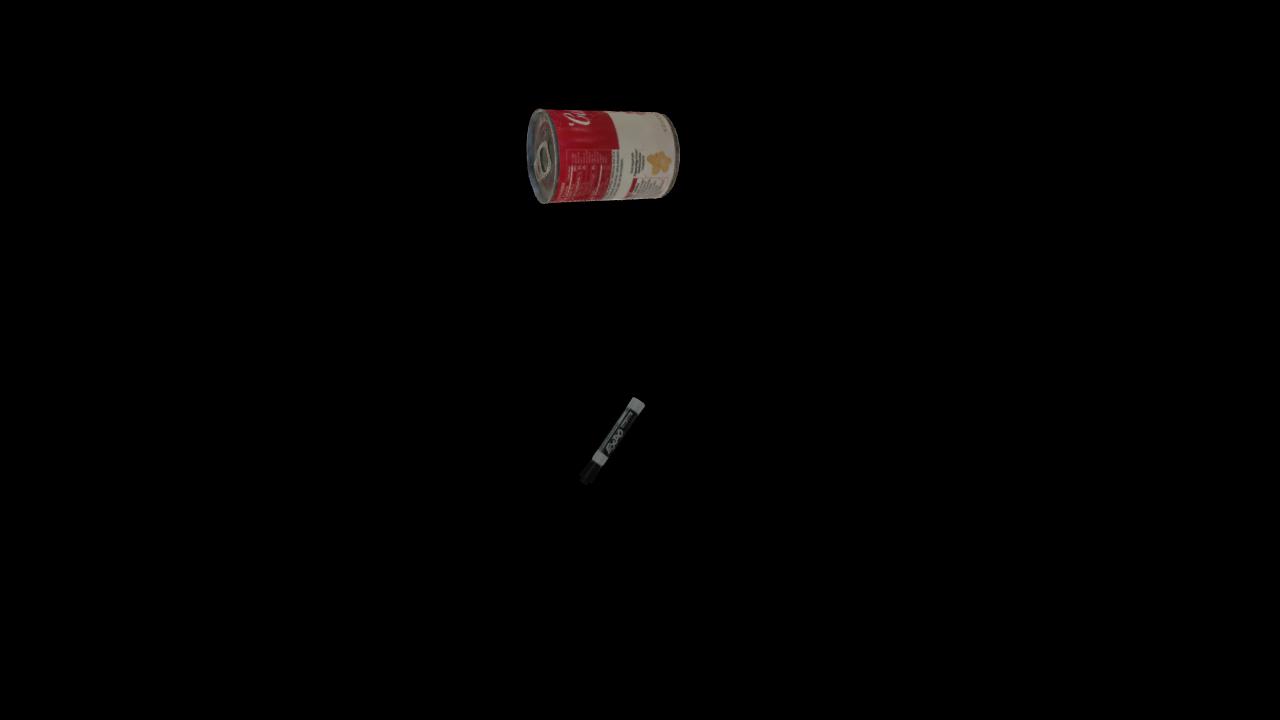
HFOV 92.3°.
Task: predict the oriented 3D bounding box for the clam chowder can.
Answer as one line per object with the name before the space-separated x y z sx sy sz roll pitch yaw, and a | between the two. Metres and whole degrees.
clam chowder can | -0.029 -0.157 0.475 0.102 0.068 0.068 -9 4 -25

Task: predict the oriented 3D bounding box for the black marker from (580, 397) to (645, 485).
black marker | -0.034 0.099 0.752 0.020 0.121 0.020 33 -13 9
